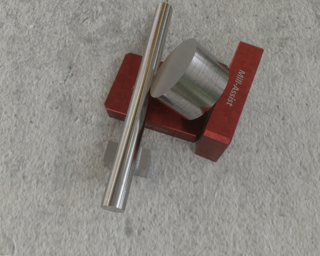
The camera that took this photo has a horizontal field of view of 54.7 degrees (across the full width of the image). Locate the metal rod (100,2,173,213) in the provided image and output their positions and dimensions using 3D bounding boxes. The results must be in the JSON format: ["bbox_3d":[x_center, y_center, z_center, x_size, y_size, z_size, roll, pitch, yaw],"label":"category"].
[{"bbox_3d":[-0.021,-0.046,0.385,0.025,0.025,0.300,10,61,3],"label":"metal rod"}]

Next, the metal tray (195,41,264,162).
[{"bbox_3d":[0.085,-0.030,0.387,0.030,0.090,0.130,22,71,7],"label":"metal tray"}]

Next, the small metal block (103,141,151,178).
[{"bbox_3d":[-0.038,0.040,0.381,0.050,0.050,0.025,12,71,4],"label":"small metal block"}]

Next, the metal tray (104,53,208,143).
[{"bbox_3d":[0.002,-0.042,0.422,0.131,0.030,0.090,17,71,6],"label":"metal tray"}]

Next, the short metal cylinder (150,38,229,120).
[{"bbox_3d":[0.033,-0.056,0.362,0.050,0.080,0.080,33,70,-24],"label":"short metal cylinder"}]
